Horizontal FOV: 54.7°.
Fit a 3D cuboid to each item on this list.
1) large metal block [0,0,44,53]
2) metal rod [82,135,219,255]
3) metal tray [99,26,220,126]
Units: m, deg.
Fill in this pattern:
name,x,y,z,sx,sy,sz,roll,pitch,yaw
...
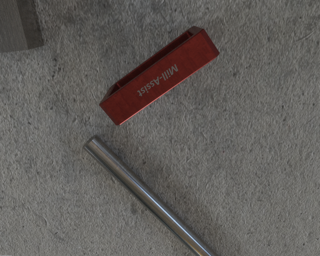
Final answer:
name,x,y,z,sx,sy,sz,roll,pitch,yaw
large metal block,-0.187,-0.127,0.347,0.080,0.050,0.079,-6,110,1
metal rod,0.004,0.123,0.455,0.025,0.025,0.300,-39,106,13
metal tray,-0.002,-0.063,0.351,0.130,0.090,0.030,-34,107,11
